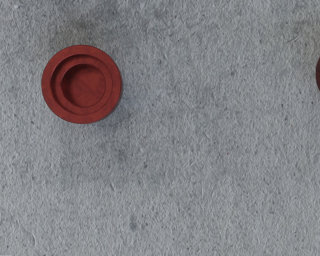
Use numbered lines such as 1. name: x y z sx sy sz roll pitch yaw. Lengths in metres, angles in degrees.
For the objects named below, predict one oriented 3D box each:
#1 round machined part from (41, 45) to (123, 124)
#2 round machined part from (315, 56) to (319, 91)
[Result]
1. round machined part: -0.097 -0.054 0.401 0.099 0.042 0.097 0 90 0
2. round machined part: 0.251 -0.070 0.403 0.099 0.042 0.097 0 90 0
